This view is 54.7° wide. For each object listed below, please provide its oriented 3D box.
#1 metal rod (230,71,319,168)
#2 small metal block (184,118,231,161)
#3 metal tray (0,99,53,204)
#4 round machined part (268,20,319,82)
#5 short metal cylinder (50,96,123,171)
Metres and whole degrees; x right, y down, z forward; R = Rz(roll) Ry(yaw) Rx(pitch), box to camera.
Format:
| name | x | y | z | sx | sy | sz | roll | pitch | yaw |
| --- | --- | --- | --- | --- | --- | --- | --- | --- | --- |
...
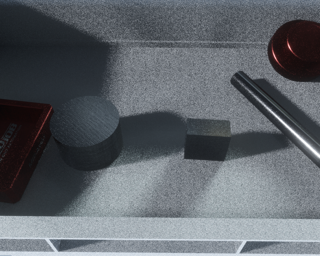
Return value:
| name | x | y | z | sx | sy | sz | roll | pitch | yaw |
| --- | --- | --- | --- | --- | --- | --- | --- | --- | --- |
| metal rod | 0.190 | 0.024 | 0.387 | 0.025 | 0.025 | 0.300 | -23 | 54 | -19 |
| small metal block | 0.056 | 0.015 | 0.377 | 0.050 | 0.050 | 0.025 | 3 | 50 | 2 |
| metal tray | -0.194 | 0.022 | 0.380 | 0.091 | 0.030 | 0.130 | 7 | 50 | 5 |
| round machined part | 0.222 | -0.124 | 0.477 | 0.099 | 0.042 | 0.098 | 0 | 76 | -1 |
| short metal cylinder | -0.088 | 0.006 | 0.383 | 0.081 | 0.050 | 0.080 | 0 | 50 | 0 |
